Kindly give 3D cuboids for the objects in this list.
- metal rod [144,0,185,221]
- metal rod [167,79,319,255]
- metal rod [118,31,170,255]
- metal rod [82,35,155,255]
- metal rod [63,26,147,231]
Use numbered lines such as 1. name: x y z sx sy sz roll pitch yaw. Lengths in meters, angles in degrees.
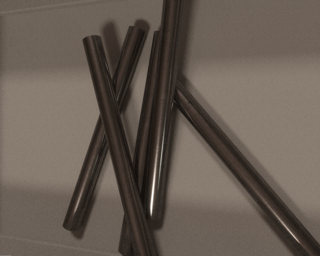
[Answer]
1. metal rod: 0.004 -0.027 0.384 0.025 0.025 0.298 10 102 19
2. metal rod: 0.106 0.059 0.372 0.025 0.025 0.300 -42 77 15
3. metal rod: -0.020 0.022 0.416 0.025 0.025 0.298 11 93 19
4. metal rod: -0.054 0.025 0.400 0.025 0.025 0.298 -16 85 19
5. metal rod: -0.080 0.006 0.437 0.025 0.025 0.298 22 97 18
